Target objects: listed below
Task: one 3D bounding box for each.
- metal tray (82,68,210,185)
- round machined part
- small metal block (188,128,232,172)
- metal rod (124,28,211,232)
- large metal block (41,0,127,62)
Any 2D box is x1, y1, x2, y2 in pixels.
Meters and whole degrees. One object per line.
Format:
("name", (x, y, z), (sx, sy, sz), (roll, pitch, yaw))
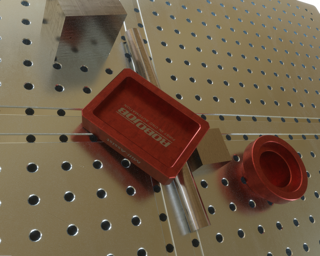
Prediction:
("metal tray", (-0.017, -0.004, 0.377), (0.130, 0.030, 0.090), (35, 61, 6))
("round machined part", (0.160, 0.062, 0.448), (0.099, 0.042, 0.098), (14, 56, -21))
("small metal block", (0.064, 0.029, 0.427), (0.050, 0.025, 0.050), (-4, 64, -31))
("metal rod", (0.003, -0.013, 0.419), (0.025, 0.025, 0.299), (-5, 64, -31))
("large metal block", (-0.101, -0.136, 0.402), (0.081, 0.080, 0.050), (-17, 71, -35))
